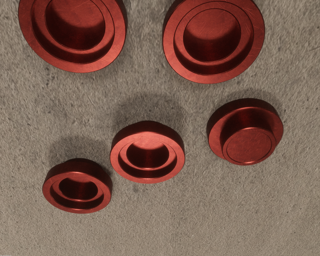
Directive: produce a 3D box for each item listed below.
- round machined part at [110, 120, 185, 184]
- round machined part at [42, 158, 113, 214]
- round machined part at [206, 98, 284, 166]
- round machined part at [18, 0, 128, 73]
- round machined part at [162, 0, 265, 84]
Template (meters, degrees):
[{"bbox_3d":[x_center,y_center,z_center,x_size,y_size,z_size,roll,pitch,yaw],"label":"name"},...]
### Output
[{"bbox_3d":[-0.016,0.028,0.420,0.099,0.042,0.097,-1,130,0],"label":"round machined part"},{"bbox_3d":[-0.120,0.083,0.465,0.099,0.042,0.097,-1,130,0],"label":"round machined part"},{"bbox_3d":[0.113,0.012,0.408,0.099,0.042,0.097,-1,130,0],"label":"round machined part"},{"bbox_3d":[-0.081,-0.107,0.304,0.099,0.042,0.097,-1,130,0],"label":"round machined part"},{"bbox_3d":[0.051,-0.097,0.314,0.099,0.042,0.097,-1,130,0],"label":"round machined part"}]
